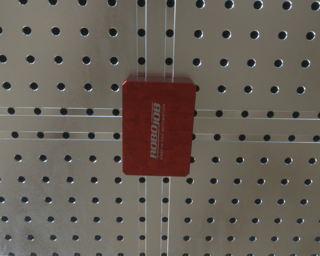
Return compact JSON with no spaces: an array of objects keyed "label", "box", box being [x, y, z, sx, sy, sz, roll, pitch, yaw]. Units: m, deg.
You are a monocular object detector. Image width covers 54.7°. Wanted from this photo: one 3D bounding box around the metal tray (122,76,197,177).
[{"label":"metal tray","box":[-0.003,0.000,0.410,0.091,0.030,0.129,2,110,-1]}]
